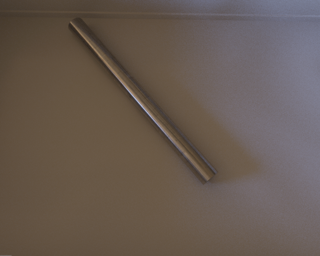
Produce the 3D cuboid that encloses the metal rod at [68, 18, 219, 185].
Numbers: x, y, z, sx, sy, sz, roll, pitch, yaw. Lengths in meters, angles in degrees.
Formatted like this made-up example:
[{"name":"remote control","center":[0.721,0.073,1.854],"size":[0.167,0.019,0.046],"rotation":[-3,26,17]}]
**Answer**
[{"name":"metal rod","center":[-0.031,-0.046,0.426],"size":[0.025,0.025,0.300],"rotation":[-38,75,-13]}]
